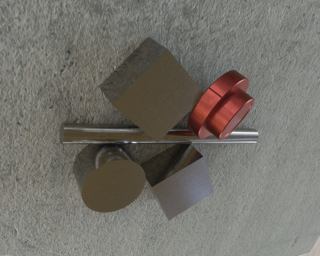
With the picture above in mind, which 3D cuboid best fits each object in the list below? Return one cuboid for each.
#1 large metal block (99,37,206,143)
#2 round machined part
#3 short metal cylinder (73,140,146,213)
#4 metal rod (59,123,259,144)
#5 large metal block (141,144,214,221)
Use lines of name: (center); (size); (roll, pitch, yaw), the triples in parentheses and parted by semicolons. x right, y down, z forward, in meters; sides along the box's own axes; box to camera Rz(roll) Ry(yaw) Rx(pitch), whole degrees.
large metal block: (-0.008, -0.043, 0.360); (0.080, 0.050, 0.080); (-45, 130, 3)
round machined part: (0.084, -0.023, 0.401); (0.098, 0.042, 0.098); (-41, 159, -19)
short metal cylinder: (-0.065, 0.060, 0.395); (0.081, 0.050, 0.079); (-14, 125, -21)
metal rod: (0.019, 0.010, 0.428); (0.303, 0.025, 0.025); (2, 118, -30)
large metal block: (0.025, 0.075, 0.454); (0.080, 0.050, 0.080); (-29, 129, -10)
